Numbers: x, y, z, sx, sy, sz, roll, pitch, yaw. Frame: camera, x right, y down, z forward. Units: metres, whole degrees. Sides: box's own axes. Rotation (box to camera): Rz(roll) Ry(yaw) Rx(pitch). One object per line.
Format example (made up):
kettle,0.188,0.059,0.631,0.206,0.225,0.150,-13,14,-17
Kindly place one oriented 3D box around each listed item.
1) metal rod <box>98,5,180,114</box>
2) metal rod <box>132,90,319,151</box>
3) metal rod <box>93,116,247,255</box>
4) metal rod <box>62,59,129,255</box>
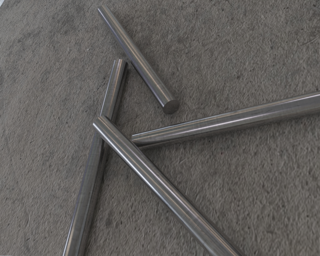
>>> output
metal rod,-0.047,-0.127,0.506,0.025,0.025,0.300,-36,51,5
metal rod,0.106,-0.013,0.355,0.301,0.025,0.025,-13,56,20
metal rod,0.013,0.075,0.336,0.025,0.025,0.300,-46,56,-4
metal rod,-0.084,0.028,0.430,0.025,0.025,0.300,-5,59,25
